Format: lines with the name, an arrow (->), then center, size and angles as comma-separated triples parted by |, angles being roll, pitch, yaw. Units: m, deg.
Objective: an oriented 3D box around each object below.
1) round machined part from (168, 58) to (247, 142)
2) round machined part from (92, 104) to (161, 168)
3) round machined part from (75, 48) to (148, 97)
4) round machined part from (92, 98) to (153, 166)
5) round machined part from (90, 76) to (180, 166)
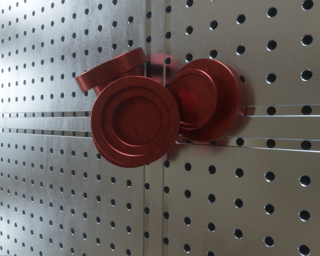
round machined part -> 0.046, -0.032, 0.359 | 0.098, 0.042, 0.097 | 0, 90, 39
round machined part -> -0.039, 0.003, 0.398 | 0.099, 0.042, 0.097 | 0, 87, 2
round machined part -> -0.059, -0.068, 0.415 | 0.098, 0.099, 0.042 | -16, 106, 38
round machined part -> -0.060, 0.006, 0.446 | 0.098, 0.042, 0.097 | 0, 90, 39
round machined part -> -0.025, -0.007, 0.355 | 0.099, 0.042, 0.097 | 0, 89, 6
